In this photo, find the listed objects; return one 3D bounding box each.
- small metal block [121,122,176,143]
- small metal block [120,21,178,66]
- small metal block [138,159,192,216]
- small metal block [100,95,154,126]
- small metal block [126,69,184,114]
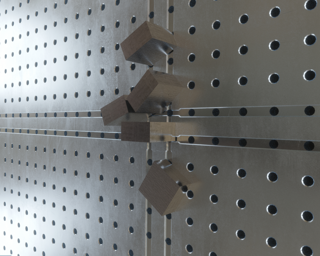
[{"bbox_3d":[-0.015,0.004,0.407,0.050,0.050,0.025,1,91,40],"label":"small metal block"},{"bbox_3d":[-0.014,-0.109,0.406,0.050,0.050,0.025,-31,71,36],"label":"small metal block"},{"bbox_3d":[0.006,0.077,0.406,0.050,0.025,0.050,42,115,32],"label":"small metal block"},{"bbox_3d":[-0.045,-0.023,0.432,0.050,0.050,0.025,-25,74,37],"label":"small metal block"},{"bbox_3d":[-0.006,-0.045,0.399,0.050,0.050,0.025,-49,61,29],"label":"small metal block"}]
